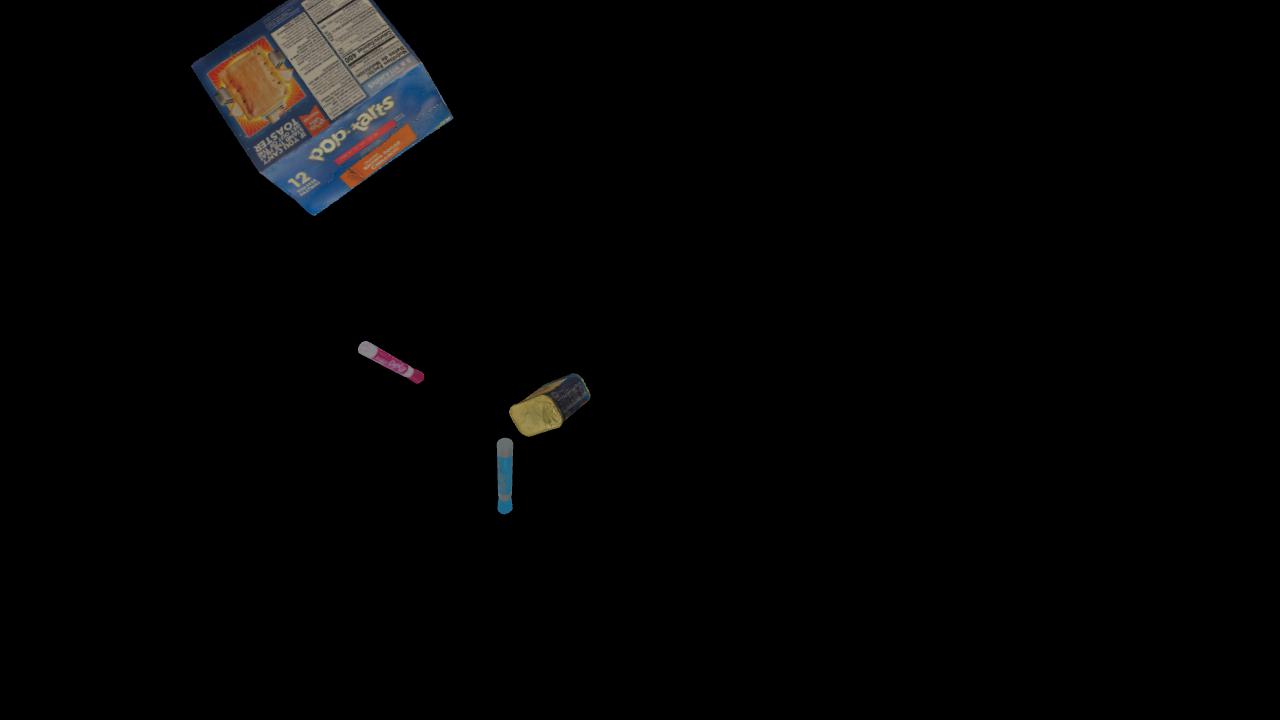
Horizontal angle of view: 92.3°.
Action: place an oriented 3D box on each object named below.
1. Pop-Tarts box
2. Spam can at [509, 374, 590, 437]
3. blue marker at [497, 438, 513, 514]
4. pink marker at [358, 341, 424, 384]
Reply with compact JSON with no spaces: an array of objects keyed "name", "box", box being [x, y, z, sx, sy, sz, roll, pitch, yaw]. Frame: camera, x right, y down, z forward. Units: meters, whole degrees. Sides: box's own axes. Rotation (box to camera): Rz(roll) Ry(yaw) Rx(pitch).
[{"name":"Pop-Tarts box","box":[-0.289,-0.248,0.571,0.167,0.141,0.083,-37,-14,-3]},{"name":"Spam can","box":[-0.141,0.069,0.972,0.101,0.058,0.085,-20,13,37]},{"name":"blue marker","box":[-0.163,0.144,0.743,0.020,0.121,0.020,6,36,-4]},{"name":"pink marker","box":[-0.337,0.006,0.843,0.020,0.020,0.121,0,-22,19]}]
